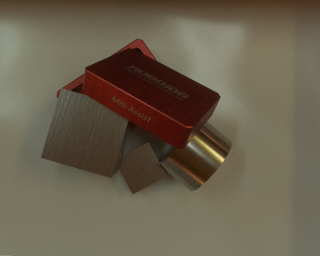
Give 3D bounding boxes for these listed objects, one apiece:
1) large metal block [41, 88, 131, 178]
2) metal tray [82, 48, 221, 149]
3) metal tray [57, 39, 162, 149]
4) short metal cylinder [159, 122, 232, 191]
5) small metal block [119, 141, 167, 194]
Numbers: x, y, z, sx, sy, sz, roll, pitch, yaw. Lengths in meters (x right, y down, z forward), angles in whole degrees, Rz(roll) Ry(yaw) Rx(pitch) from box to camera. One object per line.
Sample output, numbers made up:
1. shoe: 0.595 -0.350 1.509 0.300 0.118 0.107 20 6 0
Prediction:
1. large metal block: -0.081 0.006 0.364 0.080 0.050 0.080 16 90 -1
2. metal tray: -0.008 -0.039 0.348 0.130 0.090 0.030 30 128 14
3. metal tray: -0.054 -0.043 0.406 0.130 0.030 0.090 -34 90 -1
4. short metal cylinder: 0.043 0.031 0.384 0.050 0.080 0.080 39 90 -1
5. small metal block: -0.025 0.051 0.410 0.050 0.025 0.050 -29 90 -1
